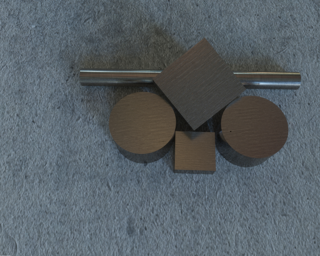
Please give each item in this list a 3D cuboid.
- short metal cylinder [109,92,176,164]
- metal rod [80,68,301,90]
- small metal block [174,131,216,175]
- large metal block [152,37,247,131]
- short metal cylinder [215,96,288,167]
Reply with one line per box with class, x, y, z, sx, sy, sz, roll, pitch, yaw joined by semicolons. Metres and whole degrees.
short metal cylinder;-0.021;0.001;0.395;0.081;0.050;0.080;0;70;0
metal rod;0.042;-0.069;0.434;0.302;0.025;0.025;1;70;0
small metal block;0.044;0.032;0.398;0.050;0.025;0.050;2;70;0
large metal block;0.048;-0.053;0.397;0.080;0.050;0.080;-39;91;1
short metal cylinder;0.113;0.006;0.394;0.081;0.050;0.080;0;70;0
